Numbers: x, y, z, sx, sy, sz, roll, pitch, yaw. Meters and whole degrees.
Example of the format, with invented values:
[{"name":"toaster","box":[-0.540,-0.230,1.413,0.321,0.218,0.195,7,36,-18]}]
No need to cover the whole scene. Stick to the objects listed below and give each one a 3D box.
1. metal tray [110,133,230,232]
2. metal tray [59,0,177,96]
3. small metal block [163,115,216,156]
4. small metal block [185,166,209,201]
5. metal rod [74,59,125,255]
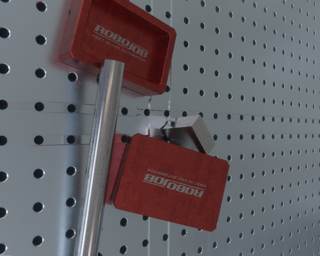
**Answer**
[{"name":"metal tray","box":[0.014,0.068,0.384,0.131,0.030,0.090,18,78,-14]},{"name":"metal tray","box":[-0.043,-0.100,0.368,0.131,0.030,0.090,18,79,-39]},{"name":"small metal block","box":[0.040,0.012,0.424,0.025,0.050,0.050,-50,120,-37]},{"name":"small metal block","box":[0.055,0.081,0.439,0.025,0.050,0.050,32,70,-36]},{"name":"metal rod","box":[-0.071,0.078,0.329,0.025,0.025,0.298,7,92,-40]}]
